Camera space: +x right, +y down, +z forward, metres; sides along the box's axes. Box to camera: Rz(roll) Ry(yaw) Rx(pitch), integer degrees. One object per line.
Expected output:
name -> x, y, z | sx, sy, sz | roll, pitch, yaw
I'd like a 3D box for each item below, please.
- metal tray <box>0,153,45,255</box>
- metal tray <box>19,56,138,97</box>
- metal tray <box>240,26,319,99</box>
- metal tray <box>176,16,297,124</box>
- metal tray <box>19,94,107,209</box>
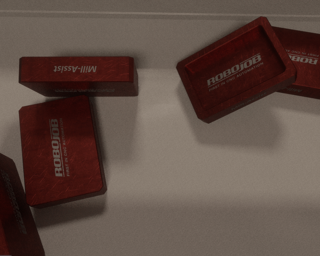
metal tray -> -0.176, 0.087, 0.341 | 0.030, 0.090, 0.130 | -25, 72, -9
metal tray -> -0.096, -0.063, 0.394 | 0.131, 0.090, 0.030 | 0, 85, -1
metal tray -> 0.181, -0.097, 0.445 | 0.131, 0.030, 0.090 | 11, 70, 3
metal tray -> 0.097, -0.073, 0.406 | 0.130, 0.030, 0.090 | -27, 71, 17
metal tray -> -0.124, 0.028, 0.395 | 0.091, 0.030, 0.130 | -12, 71, -5
